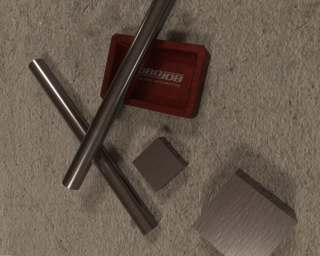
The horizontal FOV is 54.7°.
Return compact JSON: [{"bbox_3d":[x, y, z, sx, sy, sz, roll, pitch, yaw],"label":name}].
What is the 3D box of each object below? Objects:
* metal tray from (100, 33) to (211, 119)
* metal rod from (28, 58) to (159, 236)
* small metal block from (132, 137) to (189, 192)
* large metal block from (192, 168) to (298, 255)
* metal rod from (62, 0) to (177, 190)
[{"bbox_3d":[-0.008,-0.069,0.408,0.130,0.030,0.089,14,94,19],"label":"metal tray"},{"bbox_3d":[-0.100,0.019,0.442,0.025,0.025,0.299,-41,78,15],"label":"metal rod"},{"bbox_3d":[0.000,0.047,0.408,0.050,0.025,0.050,-44,77,14],"label":"small metal block"},{"bbox_3d":[0.098,0.105,0.361,0.080,0.050,0.080,39,102,15],"label":"large metal block"},{"bbox_3d":[-0.050,-0.053,0.392,0.025,0.025,0.299,31,100,17],"label":"metal rod"}]
